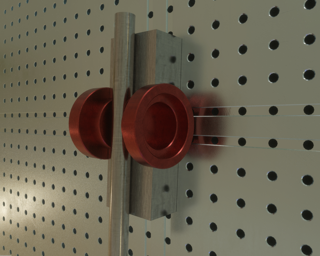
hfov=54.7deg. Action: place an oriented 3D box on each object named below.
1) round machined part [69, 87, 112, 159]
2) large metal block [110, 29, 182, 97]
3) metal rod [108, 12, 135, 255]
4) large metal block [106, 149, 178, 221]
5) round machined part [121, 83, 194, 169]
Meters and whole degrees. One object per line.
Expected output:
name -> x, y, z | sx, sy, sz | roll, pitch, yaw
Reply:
round machined part -> -0.068, -0.006, 0.417 | 0.042, 0.099, 0.097 | 3, 92, 40
large metal block -> -0.020, -0.078, 0.409 | 0.080, 0.050, 0.079 | 3, 92, 40
metal rod -> -0.048, 0.011, 0.383 | 0.025, 0.025, 0.298 | 3, 92, 40
large metal block -> -0.024, 0.069, 0.413 | 0.080, 0.050, 0.079 | 4, 93, 40
round machined part -> -0.007, -0.003, 0.367 | 0.042, 0.099, 0.097 | 3, 92, 45
